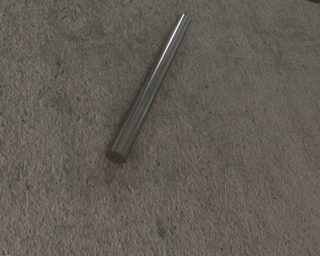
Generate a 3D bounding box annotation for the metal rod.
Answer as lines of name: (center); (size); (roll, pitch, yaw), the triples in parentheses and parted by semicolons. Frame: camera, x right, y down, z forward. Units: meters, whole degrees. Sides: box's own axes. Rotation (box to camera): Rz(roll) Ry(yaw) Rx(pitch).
metal rod: (-0.005, -0.076, 0.446); (0.025, 0.025, 0.300); (30, 52, -9)
